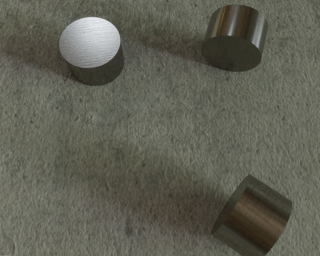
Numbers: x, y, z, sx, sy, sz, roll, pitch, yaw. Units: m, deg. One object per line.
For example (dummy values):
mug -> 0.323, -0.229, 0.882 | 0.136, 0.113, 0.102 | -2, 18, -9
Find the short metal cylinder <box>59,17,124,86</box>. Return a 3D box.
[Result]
short metal cylinder -> -0.093, -0.106, 0.432 | 0.081, 0.050, 0.080 | 0, 70, 0

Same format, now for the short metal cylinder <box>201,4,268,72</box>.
short metal cylinder -> 0.102, -0.120, 0.424 | 0.080, 0.080, 0.050 | 16, 71, 5

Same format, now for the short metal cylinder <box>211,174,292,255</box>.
short metal cylinder -> 0.100, 0.099, 0.344 | 0.050, 0.080, 0.080 | 34, 73, 11
